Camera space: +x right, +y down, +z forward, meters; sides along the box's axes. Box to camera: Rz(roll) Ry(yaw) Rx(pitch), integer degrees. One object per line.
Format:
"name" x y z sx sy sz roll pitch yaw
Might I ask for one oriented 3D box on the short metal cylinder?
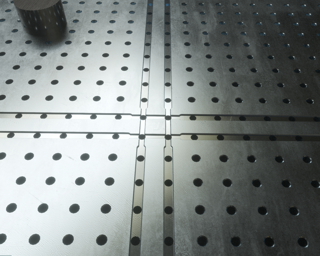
"short metal cylinder" -0.218 -0.214 0.568 0.081 0.050 0.080 0 50 0
